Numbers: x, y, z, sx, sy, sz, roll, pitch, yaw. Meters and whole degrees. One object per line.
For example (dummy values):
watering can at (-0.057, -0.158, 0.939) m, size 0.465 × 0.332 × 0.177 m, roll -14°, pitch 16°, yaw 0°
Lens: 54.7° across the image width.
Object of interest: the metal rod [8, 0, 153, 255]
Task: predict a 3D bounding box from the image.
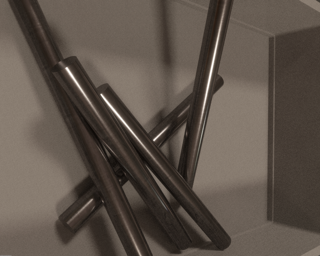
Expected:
metal rod at (-0.076, 0.011, 0.320) m, size 0.025 × 0.025 × 0.299 m, roll -30°, pitch 102°, yaw -36°

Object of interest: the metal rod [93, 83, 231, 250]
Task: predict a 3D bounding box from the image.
metal rod at (0.016, 0.066, 0.390) m, size 0.025 × 0.025 × 0.300 m, roll -54°, pitch 123°, yaw -27°

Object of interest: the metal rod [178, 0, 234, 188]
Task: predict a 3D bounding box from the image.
metal rod at (0.052, -0.041, 0.379) m, size 0.025 × 0.025 × 0.298 m, roll -12°, pitch 121°, yaw -40°

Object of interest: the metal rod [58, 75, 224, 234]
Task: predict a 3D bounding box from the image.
metal rod at (-0.005, 0.014, 0.404) m, size 0.301 × 0.025 × 0.025 m, roll -43°, pitch 117°, yaw -32°

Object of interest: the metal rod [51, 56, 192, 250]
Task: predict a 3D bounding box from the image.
metal rod at (-0.025, 0.053, 0.353) m, size 0.025 × 0.025 × 0.299 m, roll -50°, pitch 130°, yaw -28°
